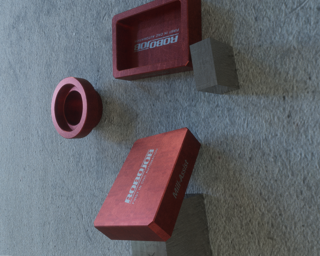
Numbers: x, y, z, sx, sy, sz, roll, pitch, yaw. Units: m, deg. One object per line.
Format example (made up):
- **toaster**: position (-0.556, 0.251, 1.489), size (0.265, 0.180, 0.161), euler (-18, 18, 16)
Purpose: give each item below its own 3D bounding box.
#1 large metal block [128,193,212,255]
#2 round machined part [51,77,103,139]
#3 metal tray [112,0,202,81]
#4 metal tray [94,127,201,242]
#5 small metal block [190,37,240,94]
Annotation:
- **large metal block**: position (0.013, 0.123, 0.358), size (0.050, 0.081, 0.080), euler (-12, 83, 39)
- **round machined part**: position (-0.131, -0.032, 0.502), size (0.098, 0.042, 0.097), euler (0, 90, 40)
- **metal tray**: position (-0.008, -0.115, 0.408), size (0.130, 0.030, 0.089), euler (-2, 89, 40)
- **metal tray**: position (-0.012, 0.063, 0.359), size (0.090, 0.030, 0.130), euler (-15, 37, 39)
- **small metal block**: position (0.061, -0.066, 0.339), size (0.025, 0.050, 0.050), euler (-13, 82, 39)
